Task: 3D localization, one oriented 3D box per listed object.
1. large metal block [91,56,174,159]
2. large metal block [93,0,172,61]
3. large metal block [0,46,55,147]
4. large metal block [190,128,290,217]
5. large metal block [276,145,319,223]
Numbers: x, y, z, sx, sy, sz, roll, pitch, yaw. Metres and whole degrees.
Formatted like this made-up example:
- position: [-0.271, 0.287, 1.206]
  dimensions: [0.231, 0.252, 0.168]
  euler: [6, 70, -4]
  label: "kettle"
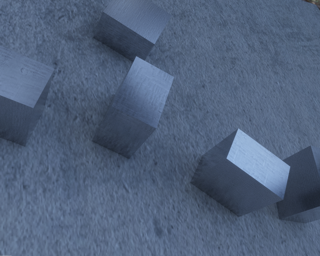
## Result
- position: [-0.032, -0.022, 0.366]
  dimensions: [0.050, 0.080, 0.080]
  euler: [27, 52, -12]
  label: "large metal block"
- position: [-0.039, -0.152, 0.461]
  dimensions: [0.080, 0.050, 0.080]
  euler: [31, 52, -9]
  label: "large metal block"
- position: [-0.159, -0.034, 0.304]
  dimensions: [0.080, 0.080, 0.050]
  euler: [23, 53, -15]
  label: "large metal block"
- position: [0.099, 0.059, 0.388]
  dimensions: [0.080, 0.080, 0.050]
  euler: [36, 51, -5]
  label: "large metal block"
- position: [0.207, 0.081, 0.433]
  dimensions: [0.050, 0.080, 0.080]
  euler: [14, 56, -21]
  label: "large metal block"
